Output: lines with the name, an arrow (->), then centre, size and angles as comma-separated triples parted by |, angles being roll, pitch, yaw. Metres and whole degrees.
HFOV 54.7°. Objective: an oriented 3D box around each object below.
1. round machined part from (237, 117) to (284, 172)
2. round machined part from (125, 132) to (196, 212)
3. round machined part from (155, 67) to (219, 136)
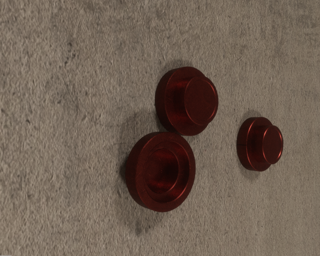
round machined part -> 0.183, 0.029, 0.551 | 0.099, 0.042, 0.097 | 0, 90, -40
round machined part -> -0.003, 0.053, 0.393 | 0.099, 0.042, 0.097 | 0, 90, -40
round machined part -> 0.044, -0.037, 0.433 | 0.099, 0.042, 0.097 | 0, 90, -40
